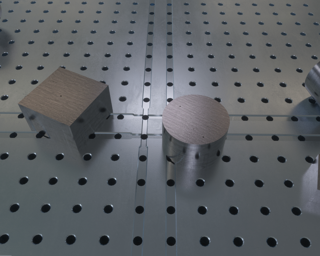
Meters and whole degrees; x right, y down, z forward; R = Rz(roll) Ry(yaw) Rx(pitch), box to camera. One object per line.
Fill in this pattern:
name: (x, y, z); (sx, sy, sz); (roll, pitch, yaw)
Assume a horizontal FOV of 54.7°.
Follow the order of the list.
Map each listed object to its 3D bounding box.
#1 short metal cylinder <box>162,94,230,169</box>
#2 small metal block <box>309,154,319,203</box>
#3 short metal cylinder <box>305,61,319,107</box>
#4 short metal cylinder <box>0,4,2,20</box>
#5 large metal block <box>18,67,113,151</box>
short metal cylinder: (0.043, 0.004, 0.388); (0.080, 0.050, 0.080); (0, 50, 0)
small metal block: (0.203, 0.063, 0.356); (0.050, 0.025, 0.050); (15, 52, 12)
short metal cylinder: (0.250, -0.060, 0.423); (0.081, 0.080, 0.050); (-9, 51, -8)
short metal cylinder: (-0.324, -0.199, 0.537); (0.081, 0.080, 0.050); (-5, 50, -4)
large metal block: (-0.122, -0.027, 0.414); (0.080, 0.050, 0.080); (22, 53, 17)
